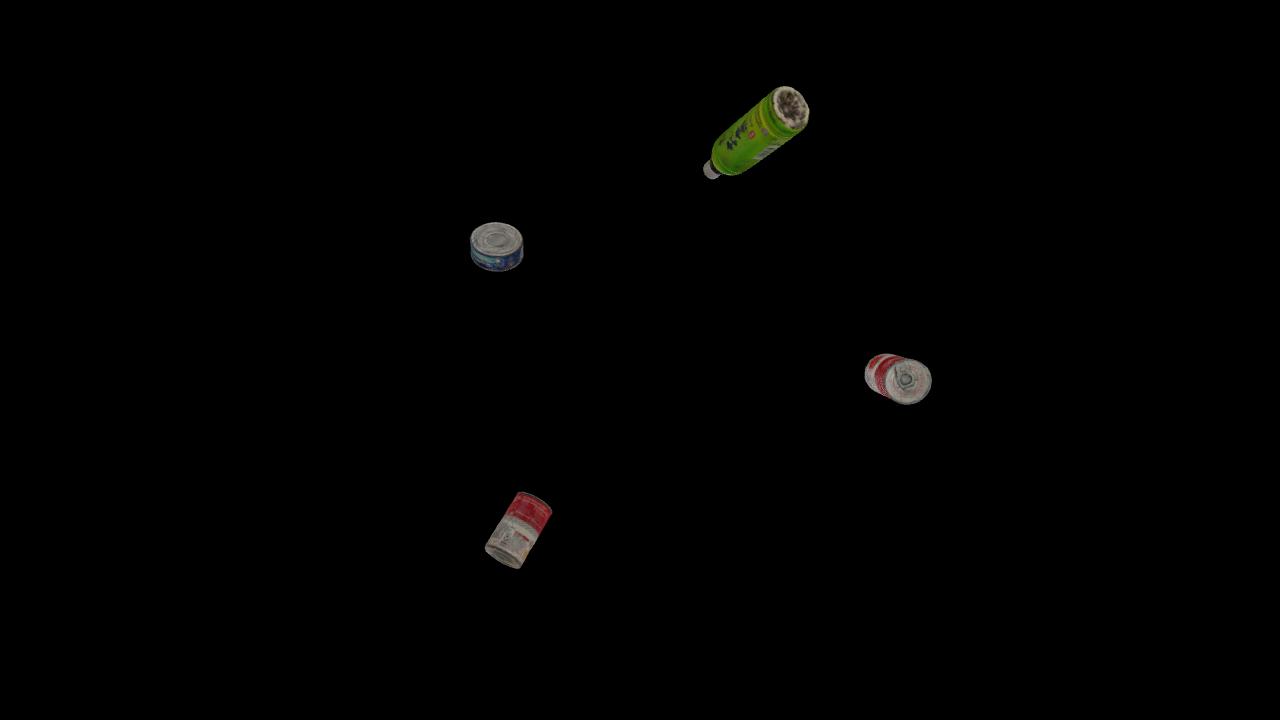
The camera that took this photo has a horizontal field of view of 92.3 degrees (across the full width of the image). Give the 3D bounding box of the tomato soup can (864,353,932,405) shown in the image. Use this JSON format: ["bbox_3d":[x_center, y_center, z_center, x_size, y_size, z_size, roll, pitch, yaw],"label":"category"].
[{"bbox_3d":[0.389,0.027,0.936,0.068,0.068,0.101,0,5,4],"label":"tomato soup can"}]

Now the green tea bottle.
[{"bbox_3d":[0.166,-0.335,0.949,0.073,0.073,0.212,0,-11,-27],"label":"green tea bottle"}]

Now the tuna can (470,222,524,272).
[{"bbox_3d":[-0.229,-0.182,0.985,0.084,0.084,0.034,0,-37,-11],"label":"tuna can"}]

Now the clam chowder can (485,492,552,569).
[{"bbox_3d":[-0.195,0.274,0.991,0.068,0.102,0.068,19,-36,15],"label":"clam chowder can"}]
